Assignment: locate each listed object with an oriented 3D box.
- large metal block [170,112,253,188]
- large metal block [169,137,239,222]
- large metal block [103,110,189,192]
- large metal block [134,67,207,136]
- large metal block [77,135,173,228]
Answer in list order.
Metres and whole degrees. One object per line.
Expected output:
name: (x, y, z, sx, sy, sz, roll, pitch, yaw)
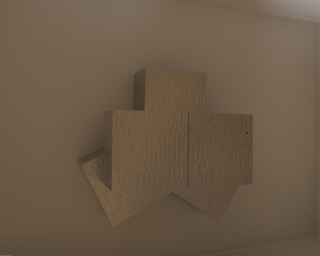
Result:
large metal block: (0.059, 0.024, 0.363, 0.081, 0.050, 0.080, 1, 90, -20)
large metal block: (0.057, 0.064, 0.415, 0.080, 0.050, 0.080, 36, 79, -16)
large metal block: (-0.017, 0.022, 0.336, 0.081, 0.050, 0.080, 1, 90, -20)
large metal block: (0.012, -0.031, 0.400, 0.081, 0.050, 0.080, 2, 90, -20)
large metal block: (-0.044, 0.059, 0.379, 0.081, 0.050, 0.080, -28, 99, -18)
